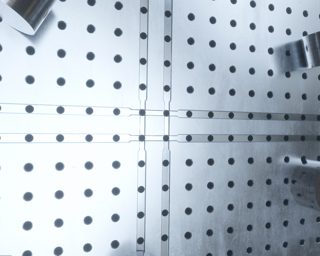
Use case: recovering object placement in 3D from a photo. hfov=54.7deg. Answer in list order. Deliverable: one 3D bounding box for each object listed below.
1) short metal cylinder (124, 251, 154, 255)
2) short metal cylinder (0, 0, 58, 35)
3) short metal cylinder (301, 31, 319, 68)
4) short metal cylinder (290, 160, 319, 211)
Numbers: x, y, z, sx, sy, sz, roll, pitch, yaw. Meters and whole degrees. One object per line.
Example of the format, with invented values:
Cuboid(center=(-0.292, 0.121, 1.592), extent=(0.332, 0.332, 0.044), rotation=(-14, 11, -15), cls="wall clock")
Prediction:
Cuboid(center=(-0.024, 0.206, 0.392), extent=(0.081, 0.050, 0.079), rotation=(0, 90, -21), cls="short metal cylinder")
Cuboid(center=(-0.156, -0.144, 0.326), extent=(0.080, 0.080, 0.050), rotation=(32, 80, -18), cls="short metal cylinder")
Cuboid(center=(0.268, -0.128, 0.485), extent=(0.081, 0.080, 0.050), rotation=(-17, 96, -20), cls="short metal cylinder")
Cuboid(center=(0.260, 0.094, 0.498), extent=(0.081, 0.050, 0.079), rotation=(0, 90, -21), cls="short metal cylinder")
